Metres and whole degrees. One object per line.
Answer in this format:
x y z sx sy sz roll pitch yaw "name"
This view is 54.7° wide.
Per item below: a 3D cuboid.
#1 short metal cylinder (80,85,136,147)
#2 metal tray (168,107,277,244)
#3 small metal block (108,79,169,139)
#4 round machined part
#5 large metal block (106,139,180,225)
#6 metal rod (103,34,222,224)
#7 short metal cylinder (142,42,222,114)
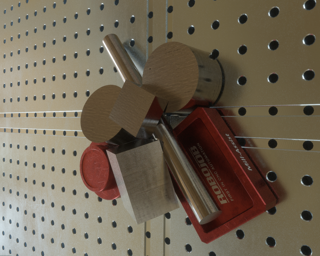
-0.061 -0.013 0.424 0.080 0.050 0.080 -10 69 28 "short metal cylinder"
0.056 0.052 0.355 0.090 0.030 0.130 -44 64 31 "metal tray"
-0.025 -0.021 0.356 0.050 0.025 0.050 33 102 35 "small metal block"
-0.082 0.058 0.460 0.098 0.042 0.097 0 90 40 "round machined part"
-0.024 0.059 0.374 0.080 0.050 0.080 179 74 -73 "large metal block"
-0.012 -0.022 0.382 0.025 0.025 0.299 -50 51 28 "metal rod"
0.026 -0.057 0.367 0.080 0.050 0.079 0 90 40 "short metal cylinder"
